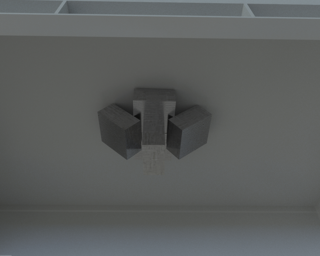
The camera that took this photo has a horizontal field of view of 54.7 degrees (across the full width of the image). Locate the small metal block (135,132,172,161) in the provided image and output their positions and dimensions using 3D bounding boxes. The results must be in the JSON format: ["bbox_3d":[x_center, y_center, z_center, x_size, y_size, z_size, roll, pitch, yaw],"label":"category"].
[{"bbox_3d":[-0.009,0.017,0.421,0.050,0.025,0.050,2,130,-2],"label":"small metal block"}]

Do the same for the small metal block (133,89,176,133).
[{"bbox_3d":[-0.008,-0.021,0.388,0.050,0.025,0.050,1,130,-2],"label":"small metal block"}]

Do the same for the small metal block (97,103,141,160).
[{"bbox_3d":[-0.051,0.004,0.392,0.050,0.025,0.050,32,139,31],"label":"small metal block"}]

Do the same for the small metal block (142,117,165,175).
[{"bbox_3d":[-0.007,0.021,0.375,0.025,0.050,0.050,0,130,-1],"label":"small metal block"}]

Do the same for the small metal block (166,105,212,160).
[{"bbox_3d":[0.036,0.005,0.396,0.050,0.025,0.050,-27,139,-30],"label":"small metal block"}]
